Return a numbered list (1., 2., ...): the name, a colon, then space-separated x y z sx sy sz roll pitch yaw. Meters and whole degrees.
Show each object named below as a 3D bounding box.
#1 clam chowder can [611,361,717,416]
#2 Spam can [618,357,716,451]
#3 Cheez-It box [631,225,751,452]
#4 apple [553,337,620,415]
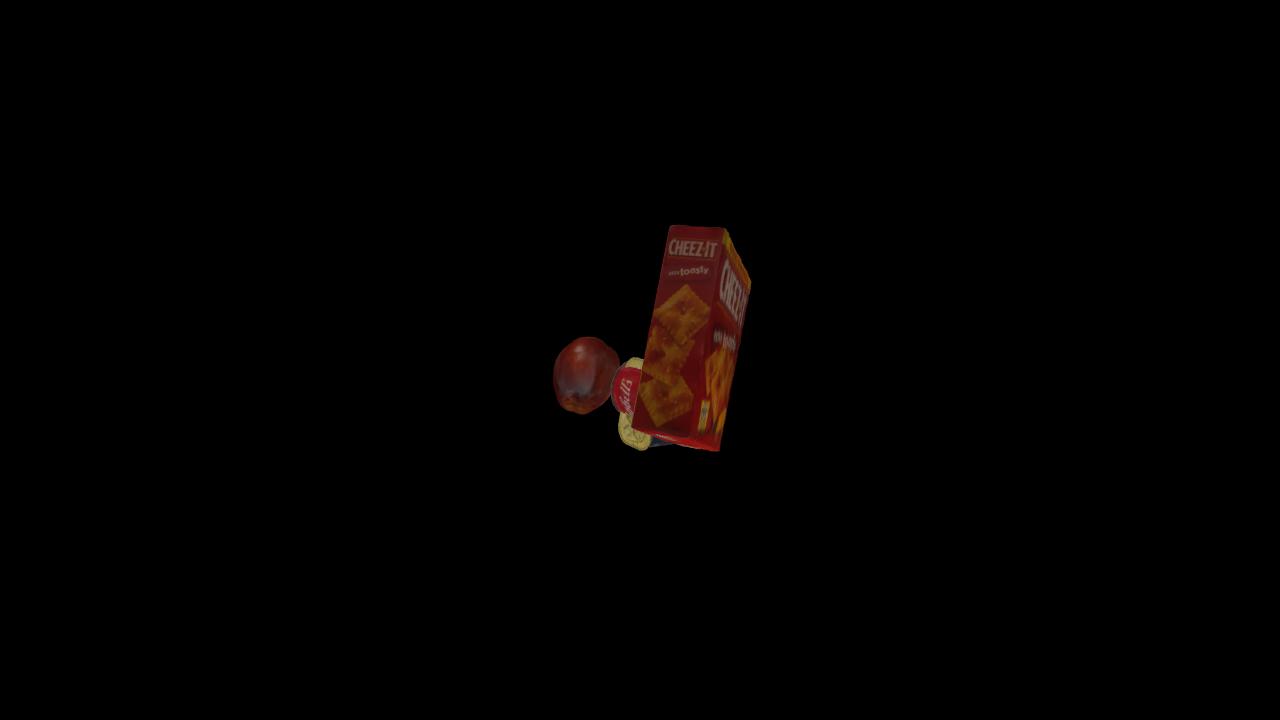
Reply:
1. clam chowder can: 0.026 0.040 0.679 0.068 0.068 0.102 0 9 -44
2. Spam can: 0.029 0.047 0.704 0.085 0.101 0.058 -2 13 -40
3. Cheez-It box: 0.064 -0.016 0.692 0.071 0.223 0.166 8 -10 20
4. apple: -0.065 0.016 0.716 0.079 0.093 0.079 7 -33 4
